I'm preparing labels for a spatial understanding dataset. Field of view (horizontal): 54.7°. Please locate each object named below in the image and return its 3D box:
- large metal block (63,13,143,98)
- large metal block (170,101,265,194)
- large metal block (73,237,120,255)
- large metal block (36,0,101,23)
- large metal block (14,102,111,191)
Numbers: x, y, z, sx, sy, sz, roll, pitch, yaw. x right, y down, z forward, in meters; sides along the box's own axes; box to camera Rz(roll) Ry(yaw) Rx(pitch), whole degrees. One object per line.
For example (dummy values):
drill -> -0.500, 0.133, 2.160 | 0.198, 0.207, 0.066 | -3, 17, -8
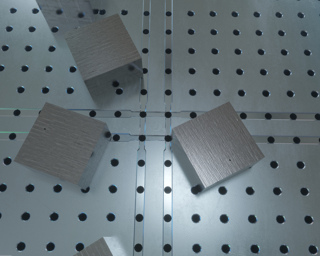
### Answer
large metal block -> -0.078, -0.101, 0.434 | 0.080, 0.050, 0.080 | -24, 72, -9
large metal block -> 0.068, 0.026, 0.390 | 0.080, 0.050, 0.080 | -25, 72, -9
large metal block -> -0.074, 0.176, 0.333 | 0.080, 0.050, 0.080 | -30, 73, -11
large metal block -> -0.136, -0.212, 0.474 | 0.080, 0.050, 0.080 | 5, 70, 1
large metal block -> -0.117, 0.024, 0.388 | 0.080, 0.050, 0.080 | 19, 71, 6
